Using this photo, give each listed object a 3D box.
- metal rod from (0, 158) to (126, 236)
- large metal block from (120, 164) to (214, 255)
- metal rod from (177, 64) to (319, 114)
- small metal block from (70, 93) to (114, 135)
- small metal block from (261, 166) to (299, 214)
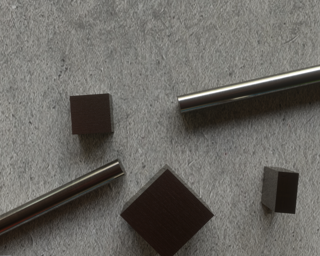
[{"bbox_3d":[-0.186,0.117,0.407,0.301,0.025,0.025,-26,90,-1],"label":"metal rod"},{"bbox_3d":[0.009,0.105,0.398,0.080,0.050,0.080,-45,91,0],"label":"large metal block"},{"bbox_3d":[0.172,-0.063,0.412,0.302,0.025,0.025,-13,90,-1],"label":"metal rod"},{"bbox_3d":[-0.089,-0.018,0.409,0.050,0.025,0.050,-4,90,-1],"label":"small metal block"},{"bbox_3d":[0.153,0.078,0.400,0.025,0.050,0.050,5,90,0],"label":"small metal block"}]
